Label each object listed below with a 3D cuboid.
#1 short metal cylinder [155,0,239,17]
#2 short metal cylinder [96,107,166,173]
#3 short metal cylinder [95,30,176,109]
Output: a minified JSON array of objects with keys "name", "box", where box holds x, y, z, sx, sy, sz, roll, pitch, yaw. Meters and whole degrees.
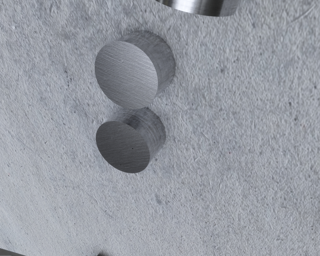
[{"name":"short metal cylinder","box":[0.035,-0.136,0.269,0.080,0.080,0.050,23,127,14]},{"name":"short metal cylinder","box":[-0.039,0.014,0.420,0.080,0.050,0.079,13,124,21]},{"name":"short metal cylinder","box":[-0.028,-0.069,0.363,0.080,0.050,0.079,13,124,21]}]
